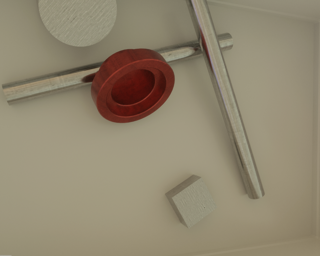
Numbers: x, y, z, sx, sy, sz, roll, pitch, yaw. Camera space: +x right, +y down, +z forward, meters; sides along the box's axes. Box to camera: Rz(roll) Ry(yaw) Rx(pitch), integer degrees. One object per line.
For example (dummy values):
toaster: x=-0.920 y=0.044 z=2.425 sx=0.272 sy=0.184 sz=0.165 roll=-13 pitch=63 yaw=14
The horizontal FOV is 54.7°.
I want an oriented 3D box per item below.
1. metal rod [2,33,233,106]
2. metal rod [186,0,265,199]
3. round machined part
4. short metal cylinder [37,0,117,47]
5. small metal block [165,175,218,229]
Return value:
metal rod: x=-0.037 y=-0.081 z=0.397 sx=0.302 sy=0.025 sz=0.025 roll=-18 pitch=97 yaw=-20
metal rod: x=0.094 y=-0.035 z=0.429 sx=0.025 sy=0.025 sz=0.298 roll=-26 pitch=105 yaw=-18
round machined part: x=-0.035 y=-0.054 z=0.370 sx=0.099 sy=0.097 sz=0.042 roll=-19 pitch=56 yaw=-19
short metal cylinder: x=-0.094 y=-0.137 z=0.347 sx=0.081 sy=0.050 sz=0.079 roll=-11 pitch=120 yaw=-19
small metal block: x=0.043 y=0.101 z=0.428 sx=0.050 sy=0.025 sz=0.050 roll=-31 pitch=101 yaw=-18
